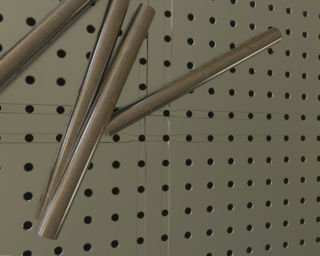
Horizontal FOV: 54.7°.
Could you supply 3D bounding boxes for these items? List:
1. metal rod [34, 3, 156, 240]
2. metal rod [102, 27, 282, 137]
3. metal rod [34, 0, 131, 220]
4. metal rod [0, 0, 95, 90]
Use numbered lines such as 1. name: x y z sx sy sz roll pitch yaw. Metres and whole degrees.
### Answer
1. metal rod: -0.070 -0.020 0.369 0.025 0.025 0.299 26 74 -19
2. metal rod: 0.055 -0.072 0.434 0.302 0.025 0.025 -30 100 -18
3. metal rod: -0.091 -0.035 0.379 0.025 0.025 0.299 20 83 -19
4. metal rod: -0.112 -0.139 0.371 0.025 0.025 0.300 44 76 -15
